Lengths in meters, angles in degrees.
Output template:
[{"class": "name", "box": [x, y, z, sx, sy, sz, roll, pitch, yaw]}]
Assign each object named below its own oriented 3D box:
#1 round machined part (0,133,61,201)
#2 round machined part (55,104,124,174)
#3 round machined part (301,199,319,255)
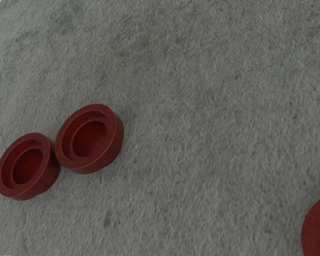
[{"class": "round machined part", "box": [-0.186, 0.059, 0.452, 0.098, 0.042, 0.098, -13, 56, 20]}, {"class": "round machined part", "box": [-0.092, 0.018, 0.428, 0.098, 0.042, 0.098, -13, 56, 20]}, {"class": "round machined part", "box": [0.167, 0.094, 0.248, 0.098, 0.042, 0.098, -13, 56, 20]}]
